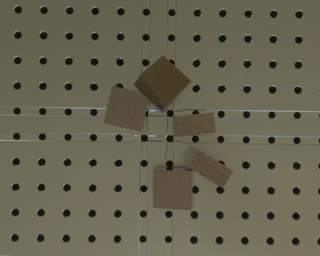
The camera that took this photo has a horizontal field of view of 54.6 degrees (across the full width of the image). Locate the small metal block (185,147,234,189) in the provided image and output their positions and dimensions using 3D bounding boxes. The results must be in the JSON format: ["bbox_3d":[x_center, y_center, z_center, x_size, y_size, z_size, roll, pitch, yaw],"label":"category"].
[{"bbox_3d":[0.062,0.050,0.401,0.050,0.050,0.025,32,90,0],"label":"small metal block"}]

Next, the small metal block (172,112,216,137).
[{"bbox_3d":[0.041,-0.004,0.401,0.050,0.050,0.025,-6,90,0],"label":"small metal block"}]

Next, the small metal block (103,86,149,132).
[{"bbox_3d":[-0.043,-0.025,0.413,0.050,0.025,0.050,13,90,0],"label":"small metal block"}]

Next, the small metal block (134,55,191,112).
[{"bbox_3d":[0.004,-0.058,0.401,0.050,0.025,0.050,43,55,0],"label":"small metal block"}]

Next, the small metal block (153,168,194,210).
[{"bbox_3d":[0.018,0.079,0.409,0.050,0.025,0.050,0,90,12],"label":"small metal block"}]
